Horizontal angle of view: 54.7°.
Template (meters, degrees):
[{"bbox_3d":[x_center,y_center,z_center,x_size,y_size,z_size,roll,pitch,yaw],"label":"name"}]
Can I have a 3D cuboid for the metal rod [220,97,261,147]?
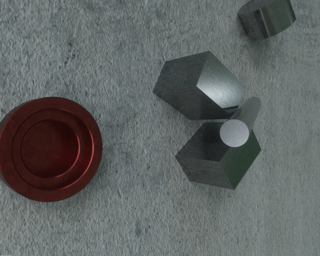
[{"bbox_3d":[0.117,-0.019,0.412,0.301,0.025,0.025,-25,109,-68],"label":"metal rod"}]

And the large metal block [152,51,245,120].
[{"bbox_3d":[0.052,-0.052,0.415,0.080,0.080,0.050,34,69,-35],"label":"large metal block"}]

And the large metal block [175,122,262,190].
[{"bbox_3d":[0.083,0.036,0.441,0.080,0.080,0.050,-46,118,-30],"label":"large metal block"}]

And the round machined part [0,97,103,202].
[{"bbox_3d":[-0.110,0.020,0.303,0.099,0.042,0.097,0,90,-40],"label":"round machined part"}]

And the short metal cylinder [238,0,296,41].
[{"bbox_3d":[0.180,-0.192,0.523,0.080,0.080,0.050,-49,119,-29],"label":"short metal cylinder"}]
